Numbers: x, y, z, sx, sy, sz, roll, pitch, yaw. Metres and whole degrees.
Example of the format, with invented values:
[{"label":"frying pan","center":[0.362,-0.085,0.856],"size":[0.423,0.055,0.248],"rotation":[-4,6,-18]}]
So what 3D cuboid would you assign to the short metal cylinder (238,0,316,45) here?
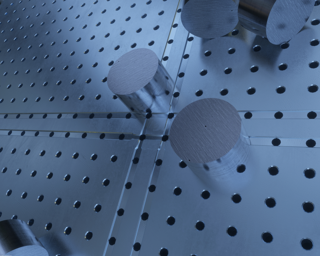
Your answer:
[{"label":"short metal cylinder","center":[0.146,-0.153,0.390],"size":[0.080,0.080,0.050],"rotation":[-41,51,0]}]

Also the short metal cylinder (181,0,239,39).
[{"label":"short metal cylinder","center":[0.072,-0.175,0.442],"size":[0.080,0.080,0.050],"rotation":[-7,59,24]}]

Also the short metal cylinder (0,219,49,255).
[{"label":"short metal cylinder","center":[-0.183,0.158,0.370],"size":[0.050,0.080,0.080],"rotation":[32,79,37]}]

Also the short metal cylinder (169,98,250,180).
[{"label":"short metal cylinder","center":[0.058,0.013,0.353],"size":[0.080,0.050,0.080],"rotation":[-13,56,20]}]

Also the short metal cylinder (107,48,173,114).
[{"label":"short metal cylinder","center":[-0.028,-0.068,0.447],"size":[0.080,0.050,0.080],"rotation":[-13,56,21]}]
